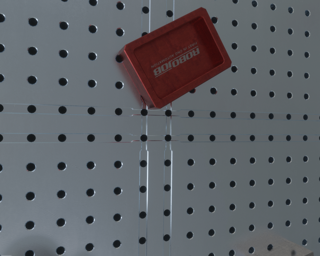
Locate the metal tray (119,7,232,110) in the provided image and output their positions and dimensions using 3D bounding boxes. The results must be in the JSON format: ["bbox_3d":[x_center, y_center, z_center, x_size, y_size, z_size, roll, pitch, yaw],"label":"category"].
[{"bbox_3d":[0.023,-0.093,0.418,0.131,0.030,0.090,-32,101,-17],"label":"metal tray"}]

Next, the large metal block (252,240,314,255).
[{"bbox_3d":[0.189,0.230,0.469,0.081,0.050,0.080,-13,95,-20],"label":"large metal block"}]
